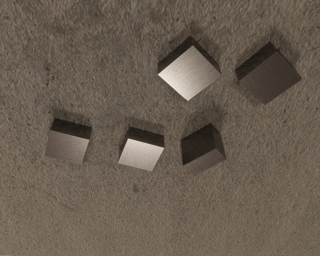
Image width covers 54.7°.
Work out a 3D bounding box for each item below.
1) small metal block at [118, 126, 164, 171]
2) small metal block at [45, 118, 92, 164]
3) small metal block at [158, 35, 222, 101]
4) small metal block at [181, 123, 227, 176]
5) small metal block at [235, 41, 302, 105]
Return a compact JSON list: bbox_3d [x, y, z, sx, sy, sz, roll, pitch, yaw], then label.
[{"bbox_3d":[-0.027,0.030,0.432,0.050,0.025,0.050,16,128,-14],"label":"small metal block"},{"bbox_3d":[-0.125,0.019,0.421,0.050,0.025,0.050,16,128,-14],"label":"small metal block"},{"bbox_3d":[0.033,-0.067,0.351,0.050,0.025,0.050,-36,122,26],"label":"small metal block"},{"bbox_3d":[0.057,0.028,0.416,0.050,0.050,0.025,-31,124,23],"label":"small metal block"},{"bbox_3d":[0.124,-0.062,0.357,0.050,0.025,0.050,35,122,-26],"label":"small metal block"}]
